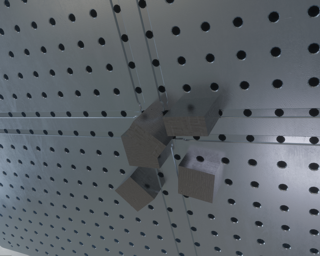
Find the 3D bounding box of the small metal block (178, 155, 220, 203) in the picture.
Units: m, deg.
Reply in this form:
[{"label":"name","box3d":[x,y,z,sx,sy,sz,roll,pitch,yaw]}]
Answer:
[{"label":"small metal block","box3d":[0.053,0.070,0.427,0.050,0.025,0.050,12,124,21]}]

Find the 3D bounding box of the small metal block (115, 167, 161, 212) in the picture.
[{"label":"small metal block","box3d":[-0.035,0.098,0.491,0.050,0.025,0.050,43,129,-2]}]

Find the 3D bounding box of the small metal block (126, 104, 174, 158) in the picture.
[{"label":"small metal block","box3d":[-0.007,0.003,0.401,0.050,0.050,0.025,37,129,3]}]

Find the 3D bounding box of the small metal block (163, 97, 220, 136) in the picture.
[{"label":"small metal block","box3d":[0.039,-0.013,0.367,0.050,0.050,0.025,0,118,28]}]

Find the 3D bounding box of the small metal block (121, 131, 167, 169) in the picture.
[{"label":"small metal block","box3d":[-0.022,0.028,0.441,0.050,0.025,0.050,2,119,27]}]
